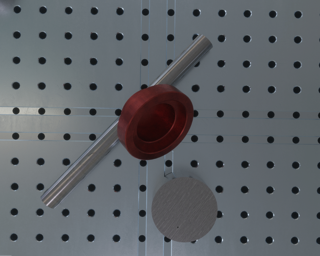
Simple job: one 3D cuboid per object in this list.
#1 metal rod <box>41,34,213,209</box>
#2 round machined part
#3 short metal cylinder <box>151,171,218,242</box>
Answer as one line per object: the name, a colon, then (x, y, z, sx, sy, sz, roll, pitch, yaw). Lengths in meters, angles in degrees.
metal rod: (-0.044, -0.009, 0.412, 0.025, 0.025, 0.300, 44, 90, 0)
round machined part: (-0.010, -0.011, 0.387, 0.098, 0.098, 0.042, -46, 49, 0)
short metal cylinder: (0.030, 0.099, 0.401, 0.081, 0.050, 0.079, 0, 90, 0)
